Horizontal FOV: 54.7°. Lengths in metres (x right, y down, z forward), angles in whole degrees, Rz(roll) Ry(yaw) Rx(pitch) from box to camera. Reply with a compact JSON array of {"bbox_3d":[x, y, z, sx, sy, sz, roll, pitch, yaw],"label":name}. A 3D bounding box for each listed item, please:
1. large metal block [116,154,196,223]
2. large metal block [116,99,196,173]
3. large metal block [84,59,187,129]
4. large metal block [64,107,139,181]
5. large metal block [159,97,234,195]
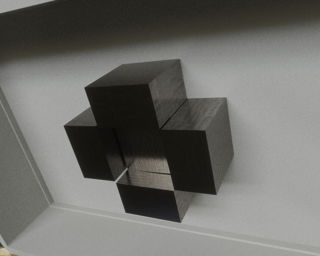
[{"bbox_3d":[0.002,0.074,0.416,0.080,0.080,0.050,2,119,27],"label":"large metal block"},{"bbox_3d":[-0.005,0.010,0.398,0.080,0.050,0.080,1,119,28],"label":"large metal block"},{"bbox_3d":[-0.024,-0.040,0.359,0.080,0.080,0.050,1,119,28],"label":"large metal block"},{"bbox_3d":[-0.071,0.013,0.418,0.050,0.080,0.080,1,119,28],"label":"large metal block"},{"bbox_3d":[0.047,0.018,0.358,0.050,0.080,0.080,1,119,28],"label":"large metal block"}]
